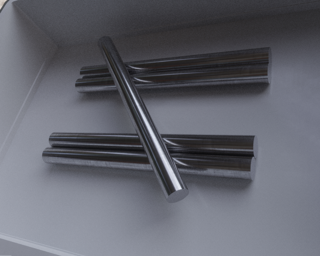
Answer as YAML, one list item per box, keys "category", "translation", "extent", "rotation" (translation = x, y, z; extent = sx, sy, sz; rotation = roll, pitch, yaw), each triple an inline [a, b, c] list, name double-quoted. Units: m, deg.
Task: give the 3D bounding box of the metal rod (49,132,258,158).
- category: "metal rod"
  translation: [-0.029, 0.019, 0.407]
  extent: [0.300, 0.025, 0.025]
  rotation: [0, 62, 28]

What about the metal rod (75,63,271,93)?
- category: "metal rod"
  translation: [0.000, -0.068, 0.445]
  extent: [0.300, 0.025, 0.025]
  rotation: [1, 62, 28]

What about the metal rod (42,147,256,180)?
- category: "metal rod"
  translation: [-0.035, 0.042, 0.396]
  extent: [0.300, 0.025, 0.025]
  rotation: [0, 62, 28]

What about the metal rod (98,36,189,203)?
- category: "metal rod"
  translation: [-0.036, -0.034, 0.412]
  extent: [0.025, 0.025, 0.300]
  rotation: [-33, 51, 7]

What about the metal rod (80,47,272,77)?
- category: "metal rod"
  translation: [0.005, -0.090, 0.456]
  extent: [0.300, 0.025, 0.025]
  rotation: [1, 62, 28]
